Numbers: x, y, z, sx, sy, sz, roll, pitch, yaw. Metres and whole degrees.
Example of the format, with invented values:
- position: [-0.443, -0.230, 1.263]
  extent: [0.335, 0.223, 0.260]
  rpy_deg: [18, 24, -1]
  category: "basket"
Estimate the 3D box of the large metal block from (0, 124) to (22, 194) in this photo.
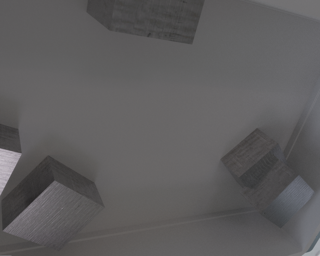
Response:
- position: [-0.196, 0.034, 0.306]
  extent: [0.080, 0.050, 0.080]
  rpy_deg: [22, 107, -36]
  category: "large metal block"

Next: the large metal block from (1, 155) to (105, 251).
- position: [-0.130, 0.093, 0.379]
  extent: [0.080, 0.050, 0.080]
  rpy_deg: [-44, 129, 2]
  category: "large metal block"

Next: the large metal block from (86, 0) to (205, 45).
- position: [-0.016, -0.119, 0.290]
  extent: [0.081, 0.080, 0.050]
  rpy_deg: [1, 118, -29]
  category: "large metal block"

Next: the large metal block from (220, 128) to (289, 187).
- position: [0.161, 0.061, 0.518]
  extent: [0.080, 0.050, 0.080]
  rpy_deg: [-41, 130, -1]
  category: "large metal block"

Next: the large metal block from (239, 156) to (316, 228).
- position: [0.188, 0.104, 0.494]
  extent: [0.080, 0.050, 0.080]
  rpy_deg: [-48, 129, 6]
  category: "large metal block"
